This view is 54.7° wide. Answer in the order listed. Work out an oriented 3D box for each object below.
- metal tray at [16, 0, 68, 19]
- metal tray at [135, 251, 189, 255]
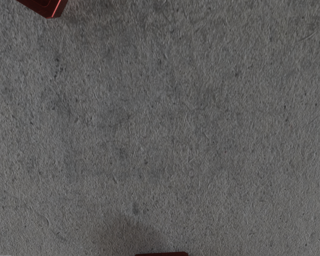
[{"bbox_3d":[-0.126,-0.198,0.332,0.090,0.030,0.129,30,107,-11],"label":"metal tray"},{"bbox_3d":[0.014,0.259,0.492,0.090,0.030,0.129,-10,110,16],"label":"metal tray"}]
